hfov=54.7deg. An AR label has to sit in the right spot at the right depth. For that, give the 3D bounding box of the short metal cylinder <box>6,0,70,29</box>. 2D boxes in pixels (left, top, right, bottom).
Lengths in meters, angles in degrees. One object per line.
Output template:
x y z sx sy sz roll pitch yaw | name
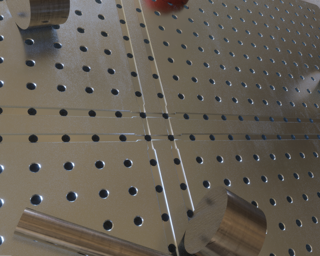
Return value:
-0.157 -0.169 0.391 0.050 0.080 0.080 -24 75 -37 | short metal cylinder

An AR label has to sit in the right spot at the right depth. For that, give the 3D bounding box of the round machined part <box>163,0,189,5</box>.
0.023 -0.284 0.582 0.099 0.042 0.098 13 56 -21 | round machined part

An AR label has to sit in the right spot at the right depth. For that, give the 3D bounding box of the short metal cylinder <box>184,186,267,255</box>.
0.070 0.112 0.342 0.050 0.080 0.080 32 52 -8 | short metal cylinder

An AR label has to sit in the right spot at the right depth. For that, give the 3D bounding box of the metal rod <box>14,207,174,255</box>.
0.005 0.144 0.322 0.302 0.025 0.025 24 53 -14 | metal rod
